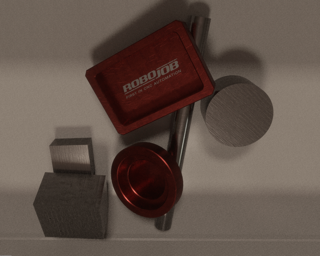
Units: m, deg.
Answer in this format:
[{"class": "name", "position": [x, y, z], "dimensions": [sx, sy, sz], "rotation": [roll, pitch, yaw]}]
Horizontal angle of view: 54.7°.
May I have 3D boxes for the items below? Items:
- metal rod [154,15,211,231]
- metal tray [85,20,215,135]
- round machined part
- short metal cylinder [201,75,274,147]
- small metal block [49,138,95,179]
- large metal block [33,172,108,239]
[{"class": "metal rod", "position": [0.026, 0.008, 0.414], "dimensions": [0.025, 0.025, 0.298], "rotation": [8, 110, -3]}, {"class": "metal tray", "position": [-0.011, -0.057, 0.369], "dimensions": [0.130, 0.030, 0.090], "rotation": [-24, 102, 18]}, {"class": "round machined part", "position": [-0.013, 0.065, 0.412], "dimensions": [0.098, 0.042, 0.097], "rotation": [8, 108, 28]}, {"class": "short metal cylinder", "position": [0.094, -0.022, 0.391], "dimensions": [0.081, 0.050, 0.079], "rotation": [0, 110, -1]}, {"class": "small metal block", "position": [-0.119, 0.042, 0.425], "dimensions": [0.050, 0.025, 0.050], "rotation": [-2, 110, 0]}, {"class": "large metal block", "position": [-0.116, 0.107, 0.422], "dimensions": [0.081, 0.050, 0.079], "rotation": [3, 133, -2]}]
